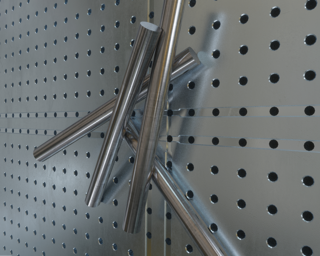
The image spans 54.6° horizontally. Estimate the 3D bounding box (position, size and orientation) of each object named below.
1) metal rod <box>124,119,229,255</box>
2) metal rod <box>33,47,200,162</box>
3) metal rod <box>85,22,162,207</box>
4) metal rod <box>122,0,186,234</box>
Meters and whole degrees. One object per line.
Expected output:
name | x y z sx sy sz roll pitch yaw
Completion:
metal rod | 0.008 0.073 0.404 0.025 0.025 0.300 -52 60 27
metal rod | -0.077 -0.022 0.440 0.300 0.025 0.025 -29 72 25
metal rod | -0.059 0.004 0.421 0.025 0.025 0.298 45 129 30
metal rod | -0.009 -0.010 0.381 0.025 0.025 0.298 20 105 38
